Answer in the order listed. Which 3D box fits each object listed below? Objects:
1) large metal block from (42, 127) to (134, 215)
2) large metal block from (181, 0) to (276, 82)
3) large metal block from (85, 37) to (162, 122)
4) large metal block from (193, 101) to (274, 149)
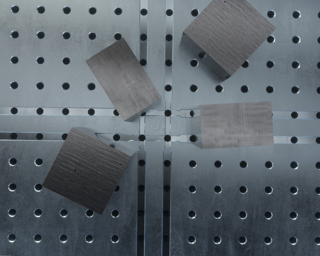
[{"bbox_3d":[-0.089,0.052,0.400,0.080,0.050,0.080,27,90,-1],"label":"large metal block"},{"bbox_3d":[0.085,-0.120,0.402,0.080,0.050,0.080,43,90,-1],"label":"large metal block"},{"bbox_3d":[-0.041,-0.055,0.385,0.050,0.080,0.080,-32,90,0],"label":"large metal block"},{"bbox_3d":[0.086,-0.004,0.387,0.081,0.080,0.050,-3,90,-1],"label":"large metal block"}]
